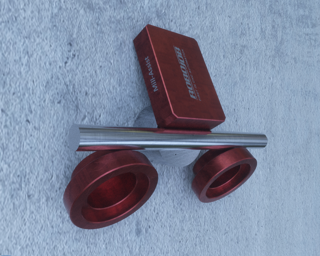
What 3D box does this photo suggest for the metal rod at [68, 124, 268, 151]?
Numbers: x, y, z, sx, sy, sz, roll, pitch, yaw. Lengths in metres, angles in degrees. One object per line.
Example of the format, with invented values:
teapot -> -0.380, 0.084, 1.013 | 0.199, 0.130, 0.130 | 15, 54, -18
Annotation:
metal rod -> 0.038, 0.014, 0.376 | 0.302, 0.025, 0.025 | 3, 88, -40

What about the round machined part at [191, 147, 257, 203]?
round machined part -> 0.087, 0.061, 0.448 | 0.099, 0.042, 0.097 | -22, 144, -17

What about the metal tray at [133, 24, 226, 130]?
metal tray -> 0.024, -0.061, 0.390 | 0.091, 0.030, 0.130 | 3, 62, -40

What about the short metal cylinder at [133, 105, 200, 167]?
short metal cylinder -> 0.011, 0.008, 0.401 | 0.081, 0.050, 0.079 | 0, 90, -40

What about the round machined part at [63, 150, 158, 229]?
round machined part -> -0.055, 0.059, 0.330 | 0.099, 0.042, 0.097 | -24, 141, -21
